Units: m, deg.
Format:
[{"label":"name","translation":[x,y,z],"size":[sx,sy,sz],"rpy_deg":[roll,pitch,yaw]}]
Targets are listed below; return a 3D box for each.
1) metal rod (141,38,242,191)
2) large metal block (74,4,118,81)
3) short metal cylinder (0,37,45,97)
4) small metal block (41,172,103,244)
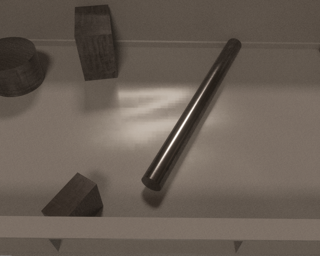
[{"label":"metal rod","translation":[0.058,-0.038,0.437],"size":[0.025,0.025,0.301],"rpy_deg":[21,53,17]},{"label":"large metal block","translation":[-0.098,-0.131,0.479],"size":[0.050,0.080,0.080],"rpy_deg":[-7,51,-6]},{"label":"short metal cylinder","translation":[-0.221,-0.092,0.463],"size":[0.081,0.050,0.080],"rpy_deg":[0,50,0]},{"label":"small metal block","translation":[-0.087,0.083,0.318],"size":[0.025,0.050,0.050],"rpy_deg":[26,55,20]}]
